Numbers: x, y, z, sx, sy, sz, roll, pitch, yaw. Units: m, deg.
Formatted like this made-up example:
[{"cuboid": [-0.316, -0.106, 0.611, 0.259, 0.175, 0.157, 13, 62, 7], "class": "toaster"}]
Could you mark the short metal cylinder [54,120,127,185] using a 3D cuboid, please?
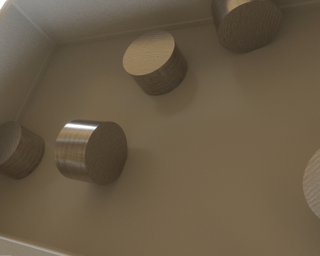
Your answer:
[{"cuboid": [-0.086, 0.030, 0.398, 0.050, 0.080, 0.080, 4, 64, 30], "class": "short metal cylinder"}]

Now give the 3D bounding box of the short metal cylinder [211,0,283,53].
[{"cuboid": [0.110, -0.145, 0.401, 0.080, 0.080, 0.050, -18, 55, 18], "class": "short metal cylinder"}]

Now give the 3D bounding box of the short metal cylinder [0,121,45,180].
[{"cuboid": [-0.232, 0.035, 0.490, 0.080, 0.050, 0.080, -13, 56, 21], "class": "short metal cylinder"}]

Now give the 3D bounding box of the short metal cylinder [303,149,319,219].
[{"cuboid": [0.169, 0.051, 0.254, 0.080, 0.050, 0.080, -31, 44, 34], "class": "short metal cylinder"}]

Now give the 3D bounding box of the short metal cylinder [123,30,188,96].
[{"cuboid": [-0.006, -0.094, 0.451, 0.080, 0.050, 0.080, -13, 56, 21], "class": "short metal cylinder"}]
